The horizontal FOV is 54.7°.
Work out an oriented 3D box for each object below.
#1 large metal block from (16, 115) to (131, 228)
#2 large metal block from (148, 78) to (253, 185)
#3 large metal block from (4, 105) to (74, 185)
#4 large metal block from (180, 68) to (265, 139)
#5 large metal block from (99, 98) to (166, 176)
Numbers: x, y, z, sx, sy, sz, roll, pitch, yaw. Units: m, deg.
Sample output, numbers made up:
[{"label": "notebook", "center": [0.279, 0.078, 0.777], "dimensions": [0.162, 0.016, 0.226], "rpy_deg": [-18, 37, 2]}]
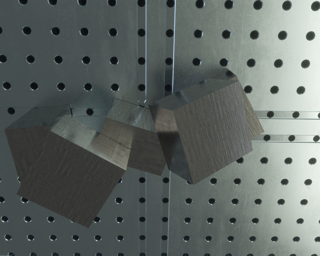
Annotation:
[{"label": "large metal block", "center": [-0.088, 0.045, 0.329], "dimensions": [0.080, 0.050, 0.080], "rpy_deg": [30, 107, -10]}, {"label": "large metal block", "center": [0.044, 0.000, 0.328], "dimensions": [0.081, 0.050, 0.080], "rpy_deg": [-25, 111, -22]}, {"label": "large metal block", "center": [-0.142, 0.022, 0.390], "dimensions": [0.050, 0.080, 0.079], "rpy_deg": [-6, 110, 2]}, {"label": "large metal block", "center": [0.072, -0.017, 0.395], "dimensions": [0.080, 0.050, 0.080], "rpy_deg": [-29, 108, 9]}, {"label": "large metal block", "center": [-0.029, 0.009, 0.386], "dimensions": [0.080, 0.080, 0.050], "rpy_deg": [18, 109, -7]}]
